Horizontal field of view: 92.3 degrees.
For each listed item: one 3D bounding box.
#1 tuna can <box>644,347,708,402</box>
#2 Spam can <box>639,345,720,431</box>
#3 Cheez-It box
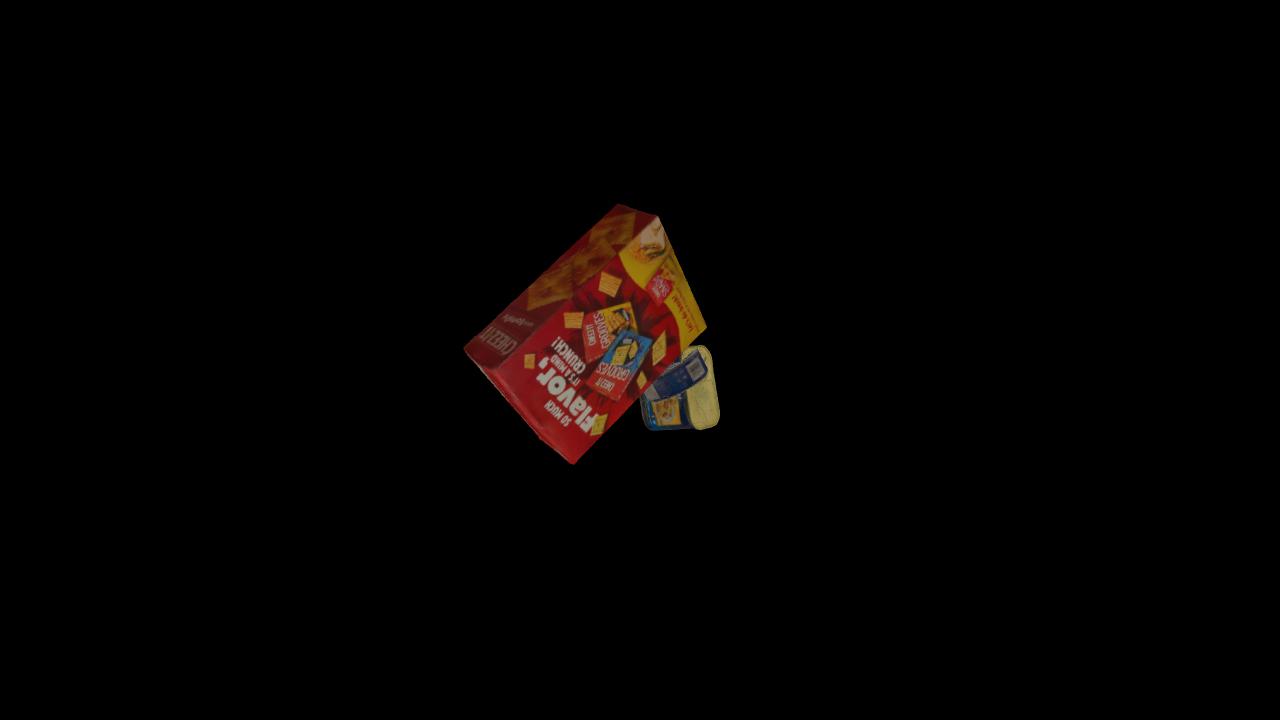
[{"bbox_3d":[0.040,0.017,0.747,0.084,0.034,0.084,-28,10,5],"label":"tuna can"},{"bbox_3d":[0.045,0.038,0.768,0.058,0.101,0.085,-6,-4,-45],"label":"Spam can"},{"bbox_3d":[-0.045,-0.025,0.637,0.071,0.223,0.166,28,-22,42],"label":"Cheez-It box"}]
